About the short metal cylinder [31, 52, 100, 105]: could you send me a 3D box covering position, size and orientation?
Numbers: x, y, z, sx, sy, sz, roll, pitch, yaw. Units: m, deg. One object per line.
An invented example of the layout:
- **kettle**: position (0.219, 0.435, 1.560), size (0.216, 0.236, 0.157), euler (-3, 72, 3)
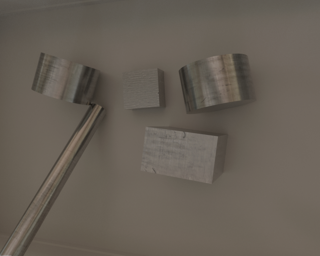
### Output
- **short metal cylinder**: position (-0.128, -0.067, 0.425), size (0.080, 0.080, 0.050), euler (19, 97, 18)

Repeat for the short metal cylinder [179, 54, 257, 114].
- **short metal cylinder**: position (0.066, -0.048, 0.358), size (0.080, 0.080, 0.050), euler (-11, 87, 19)

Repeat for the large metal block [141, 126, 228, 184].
- **large metal block**: position (0.033, 0.028, 0.369), size (0.080, 0.080, 0.050), euler (8, 93, 19)

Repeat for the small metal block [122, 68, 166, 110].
- **small metal block**: position (-0.021, -0.051, 0.417), size (0.050, 0.025, 0.050), euler (-3, 89, 19)

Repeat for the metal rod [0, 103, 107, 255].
- **metal rod**: position (-0.148, 0.097, 0.384), size (0.025, 0.025, 0.300), euler (18, 66, 19)
